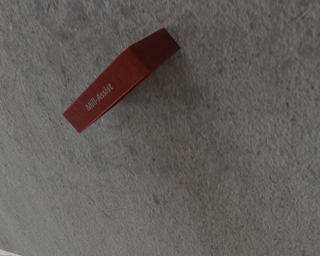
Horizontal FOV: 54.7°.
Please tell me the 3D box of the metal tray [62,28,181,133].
[{"bbox_3d":[-0.045,-0.053,0.354,0.130,0.090,0.030,-35,99,38],"label":"metal tray"}]
